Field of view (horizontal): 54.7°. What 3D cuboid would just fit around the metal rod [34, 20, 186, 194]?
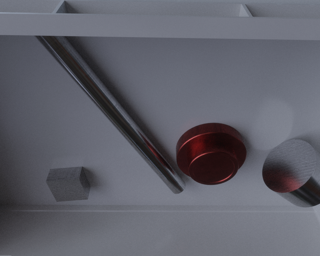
[{"bbox_3d":[-0.045,-0.005,0.404,0.025,0.025,0.300,-24,127,18],"label":"metal rod"}]

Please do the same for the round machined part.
[{"bbox_3d":[0.073,0.043,0.436,0.099,0.042,0.097,-1,130,0],"label":"round machined part"}]

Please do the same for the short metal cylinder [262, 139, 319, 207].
[{"bbox_3d":[0.192,0.063,0.429,0.050,0.080,0.080,33,122,-25],"label":"short metal cylinder"}]

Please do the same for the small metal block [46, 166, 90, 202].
[{"bbox_3d":[-0.141,0.088,0.482,0.050,0.025,0.050,-5,130,4],"label":"small metal block"}]

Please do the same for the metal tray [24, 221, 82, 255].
[{"bbox_3d":[-0.214,0.238,0.608,0.091,0.030,0.129,16,128,-14],"label":"metal tray"}]
